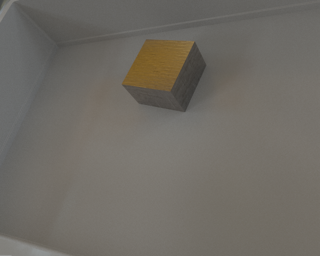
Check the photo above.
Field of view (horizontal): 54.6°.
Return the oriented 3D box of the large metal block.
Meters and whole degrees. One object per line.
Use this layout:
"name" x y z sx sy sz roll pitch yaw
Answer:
"large metal block" 0.007 -0.075 0.433 0.080 0.050 0.080 13 68 33
